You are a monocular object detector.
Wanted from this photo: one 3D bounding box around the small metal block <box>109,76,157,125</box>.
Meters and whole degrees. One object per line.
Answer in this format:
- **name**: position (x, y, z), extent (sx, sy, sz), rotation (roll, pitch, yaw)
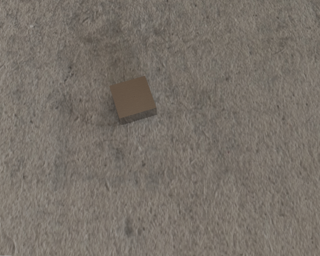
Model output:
- **small metal block**: position (-0.036, -0.037, 0.421), extent (0.050, 0.025, 0.050), rotation (-17, 71, -7)
